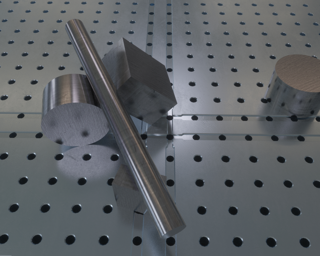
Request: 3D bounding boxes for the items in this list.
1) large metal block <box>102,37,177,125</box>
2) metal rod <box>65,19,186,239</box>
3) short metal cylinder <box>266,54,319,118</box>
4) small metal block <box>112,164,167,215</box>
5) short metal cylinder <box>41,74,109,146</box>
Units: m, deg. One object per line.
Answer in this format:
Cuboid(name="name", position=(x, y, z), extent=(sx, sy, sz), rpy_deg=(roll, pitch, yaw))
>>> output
Cuboid(name="large metal block", position=(-0.030, -0.061, 0.416), extent=(0.080, 0.050, 0.080), rpy_deg=(26, 36, -39))
Cuboid(name="metal rod", position=(-0.052, -0.022, 0.345), extent=(0.025, 0.025, 0.299), rpy_deg=(-20, 59, -16))
Cuboid(name="short metal cylinder", position=(0.199, -0.061, 0.444), extent=(0.081, 0.050, 0.080), rpy_deg=(0, 50, 0))
Cuboid(name="small metal block", position=(-0.021, 0.069, 0.334), extent=(0.050, 0.050, 0.025), rpy_deg=(14, 52, 11))
Cuboid(name="short metal cylinder", position=(-0.105, -0.021, 0.389), extent=(0.081, 0.080, 0.050), rpy_deg=(-9, 51, -8))
